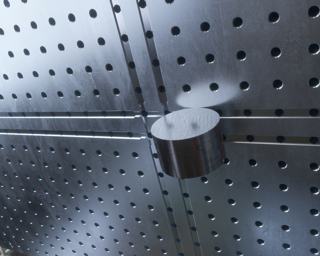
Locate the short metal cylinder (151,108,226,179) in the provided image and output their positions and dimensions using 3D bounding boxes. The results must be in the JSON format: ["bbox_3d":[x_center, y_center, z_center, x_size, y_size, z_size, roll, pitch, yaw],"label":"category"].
[{"bbox_3d":[0.034,0.016,0.368,0.080,0.080,0.050,0,118,28],"label":"short metal cylinder"}]
